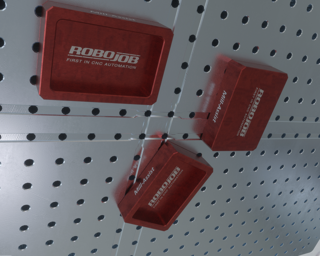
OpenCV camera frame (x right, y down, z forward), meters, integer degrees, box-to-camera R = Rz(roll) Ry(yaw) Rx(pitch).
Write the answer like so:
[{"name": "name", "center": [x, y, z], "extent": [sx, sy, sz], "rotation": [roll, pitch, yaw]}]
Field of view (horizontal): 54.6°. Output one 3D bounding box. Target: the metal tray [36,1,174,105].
[{"name": "metal tray", "center": [-0.058, -0.074, 0.330], "extent": [0.131, 0.030, 0.089], "rotation": [1, 118, -29]}]

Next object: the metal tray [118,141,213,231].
[{"name": "metal tray", "center": [0.009, 0.092, 0.468], "extent": [0.090, 0.030, 0.130], "rotation": [27, 103, -38]}]

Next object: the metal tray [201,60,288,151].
[{"name": "metal tray", "center": [0.123, -0.028, 0.457], "extent": [0.091, 0.030, 0.129], "rotation": [2, 117, -30]}]
